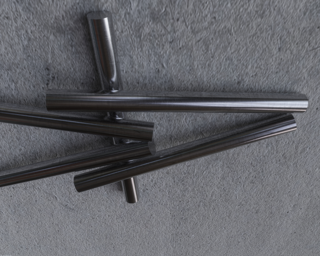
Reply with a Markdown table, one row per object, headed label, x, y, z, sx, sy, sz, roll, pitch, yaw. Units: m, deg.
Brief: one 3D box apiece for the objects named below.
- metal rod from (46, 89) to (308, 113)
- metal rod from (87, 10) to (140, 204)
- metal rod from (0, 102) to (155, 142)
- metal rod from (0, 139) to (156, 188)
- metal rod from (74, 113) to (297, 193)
| label | x | y | z | sx | sy | sz | roll | pitch | yaw |
| --- | --- | --- | --- | --- | --- | --- | --- | --- | --- |
| metal rod | 0.027 | -0.030 | 0.362 | 0.302 | 0.025 | 0.025 | 0 | 131 | -9 |
| metal rod | -0.053 | -0.001 | 0.407 | 0.025 | 0.025 | 0.298 | -3 | 130 | 2 |
| metal rod | -0.158 | -0.015 | 0.375 | 0.302 | 0.025 | 0.025 | 8 | 130 | 0 |
| metal rod | -0.150 | 0.056 | 0.436 | 0.301 | 0.025 | 0.025 | -13 | 129 | 18 |
| metal rod | 0.030 | 0.035 | 0.418 | 0.301 | 0.025 | 0.025 | -17 | 129 | 5 |
